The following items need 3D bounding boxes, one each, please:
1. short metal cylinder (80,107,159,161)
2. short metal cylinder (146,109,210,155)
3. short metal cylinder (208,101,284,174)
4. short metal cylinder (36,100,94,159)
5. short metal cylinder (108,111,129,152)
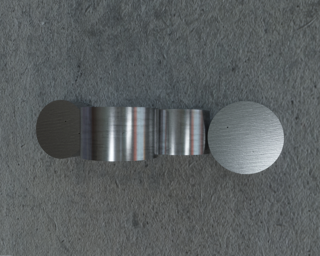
[{"bbox_3d":[-0.042,0.004,0.322,0.080,0.080,0.050,1,92,20],"label":"short metal cylinder"},{"bbox_3d":[0.020,0.005,0.374,0.080,0.080,0.050,0,90,20],"label":"short metal cylinder"},{"bbox_3d":[0.100,0.010,0.361,0.080,0.050,0.080,0,91,19],"label":"short metal cylinder"},{"bbox_3d":[-0.126,0.002,0.441,0.080,0.050,0.080,0,90,19],"label":"short metal cylinder"},{"bbox_3d":[-0.056,0.003,0.401,0.080,0.080,0.050,0,90,20],"label":"short metal cylinder"}]
